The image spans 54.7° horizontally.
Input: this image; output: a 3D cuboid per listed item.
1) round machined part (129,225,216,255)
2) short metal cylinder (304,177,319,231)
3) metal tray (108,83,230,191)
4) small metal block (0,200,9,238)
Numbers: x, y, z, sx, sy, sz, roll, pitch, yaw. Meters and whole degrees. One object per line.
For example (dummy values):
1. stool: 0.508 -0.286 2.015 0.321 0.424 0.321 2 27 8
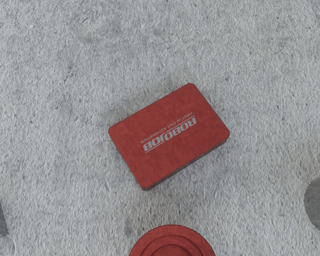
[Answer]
1. round machined part: 0.013 0.158 0.341 0.099 0.042 0.098 0 70 -1
2. short metal cylinder: 0.222 0.089 0.365 0.081 0.050 0.080 0 70 0
3. metal tray: 0.012 0.010 0.402 0.131 0.030 0.090 -30 73 -11
4. small metal block: -0.203 0.103 0.355 0.025 0.050 0.050 -23 72 -8
